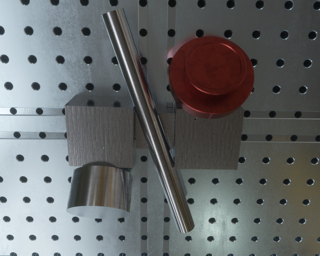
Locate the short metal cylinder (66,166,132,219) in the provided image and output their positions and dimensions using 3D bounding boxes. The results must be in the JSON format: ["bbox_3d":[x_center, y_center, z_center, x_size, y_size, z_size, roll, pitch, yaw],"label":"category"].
[{"bbox_3d":[-0.078,0.087,0.408,0.080,0.050,0.080,1,153,1],"label":"short metal cylinder"}]

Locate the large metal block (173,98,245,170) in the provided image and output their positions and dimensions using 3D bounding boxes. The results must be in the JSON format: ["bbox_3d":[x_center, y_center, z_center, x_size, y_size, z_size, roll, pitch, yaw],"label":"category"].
[{"bbox_3d":[0.059,0.007,0.404,0.081,0.050,0.079,1,110,-1],"label":"large metal block"}]

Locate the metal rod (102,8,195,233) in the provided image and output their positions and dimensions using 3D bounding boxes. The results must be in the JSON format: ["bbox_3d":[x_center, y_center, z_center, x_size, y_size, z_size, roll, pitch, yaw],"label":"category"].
[{"bbox_3d":[-0.008,0.006,0.388,0.025,0.025,0.298,-16,110,6],"label":"metal rod"}]

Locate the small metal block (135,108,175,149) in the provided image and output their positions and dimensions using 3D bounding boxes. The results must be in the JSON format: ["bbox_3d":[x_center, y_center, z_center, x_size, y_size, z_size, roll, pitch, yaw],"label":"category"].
[{"bbox_3d":[-0.006,0.000,0.414,0.050,0.025,0.050,1,110,-1],"label":"small metal block"}]

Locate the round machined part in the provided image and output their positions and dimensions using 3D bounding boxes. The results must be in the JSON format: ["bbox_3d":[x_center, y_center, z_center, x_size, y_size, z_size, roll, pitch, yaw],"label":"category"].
[{"bbox_3d":[0.060,-0.063,0.355,0.099,0.042,0.098,0,75,-1],"label":"round machined part"}]

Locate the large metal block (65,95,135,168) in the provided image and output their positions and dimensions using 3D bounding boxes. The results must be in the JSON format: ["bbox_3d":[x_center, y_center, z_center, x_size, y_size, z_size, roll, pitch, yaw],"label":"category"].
[{"bbox_3d":[-0.073,0.003,0.401,0.081,0.050,0.079,2,110,-1],"label":"large metal block"}]
